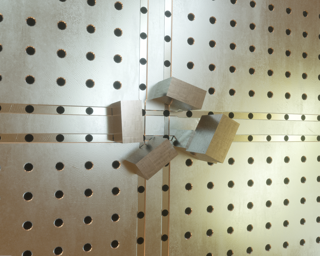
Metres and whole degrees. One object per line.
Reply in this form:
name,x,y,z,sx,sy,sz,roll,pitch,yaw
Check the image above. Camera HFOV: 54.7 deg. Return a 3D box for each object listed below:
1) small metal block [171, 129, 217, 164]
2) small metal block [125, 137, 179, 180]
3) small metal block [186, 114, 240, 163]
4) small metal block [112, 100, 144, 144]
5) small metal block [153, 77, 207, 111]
small metal block,0.049,0.024,0.419,0.050,0.050,0.025,27,81,-18
small metal block,-0.012,0.037,0.396,0.050,0.050,0.025,-39,103,-16
small metal block,0.062,0.012,0.370,0.025,0.050,0.050,29,80,-18
small metal block,-0.041,-0.008,0.385,0.025,0.050,0.050,-3,91,-20
small metal block,0.025,-0.044,0.410,0.050,0.050,0.025,20,84,-19
